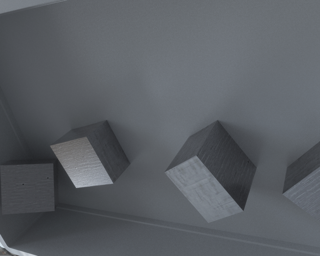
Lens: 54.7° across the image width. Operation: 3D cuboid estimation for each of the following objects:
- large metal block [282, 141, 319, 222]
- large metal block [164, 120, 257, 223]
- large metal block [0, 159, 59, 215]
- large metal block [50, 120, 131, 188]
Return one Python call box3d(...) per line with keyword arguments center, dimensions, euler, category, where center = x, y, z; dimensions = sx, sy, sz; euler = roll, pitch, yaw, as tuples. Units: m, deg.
box3d(center=(0.192, 0.058, 0.327), dimensions=(0.080, 0.050, 0.080), euler=(37, 129, 3), category="large metal block")
box3d(center=(0.064, 0.050, 0.371), dimensions=(0.050, 0.080, 0.080), euler=(-35, 99, 38), category="large metal block")
box3d(center=(-0.219, 0.097, 0.526), dimensions=(0.081, 0.050, 0.079), euler=(-1, 93, -11), category="large metal block")
box3d(center=(-0.106, 0.041, 0.474), dimensions=(0.080, 0.050, 0.080), euler=(-13, 112, 33), category="large metal block")
